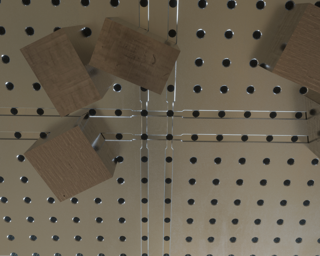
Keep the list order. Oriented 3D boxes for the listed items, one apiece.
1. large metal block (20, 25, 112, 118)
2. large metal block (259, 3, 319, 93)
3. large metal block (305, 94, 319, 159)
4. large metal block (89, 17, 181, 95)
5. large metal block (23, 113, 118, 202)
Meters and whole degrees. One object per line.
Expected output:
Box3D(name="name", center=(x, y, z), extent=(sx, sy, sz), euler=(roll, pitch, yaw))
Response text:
Box3D(name="large metal block", center=(-0.101, -0.069, 0.358), extent=(0.050, 0.080, 0.080), euler=(-24, 109, 8))
Box3D(name="large metal block", center=(0.179, -0.092, 0.368), extent=(0.080, 0.050, 0.080), euler=(21, 109, -8))
Box3D(name="large metal block", center=(0.242, -0.006, 0.400), extent=(0.080, 0.050, 0.080), euler=(-13, 110, 4))
Box3D(name="large metal block", center=(-0.026, -0.085, 0.352), extent=(0.080, 0.080, 0.050), euler=(22, 109, -8))
Box3D(name="large metal block", center=(-0.115, 0.039, 0.413), extent=(0.080, 0.050, 0.080), euler=(-27, 108, 9))
